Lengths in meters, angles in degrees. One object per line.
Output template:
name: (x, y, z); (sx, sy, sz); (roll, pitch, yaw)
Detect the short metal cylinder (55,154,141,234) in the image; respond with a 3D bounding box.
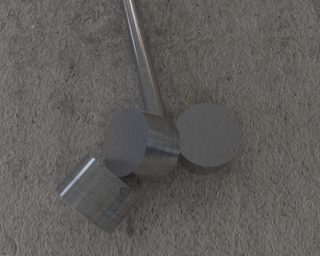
short metal cylinder: (-0.069, 0.074, 0.351); (0.080, 0.080, 0.050); (37, 75, 12)

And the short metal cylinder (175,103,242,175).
short metal cylinder: (0.057, 0.015, 0.390); (0.081, 0.050, 0.080); (0, 70, 0)

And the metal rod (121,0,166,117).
metal rod: (-0.036, -0.146, 0.460); (0.025, 0.025, 0.299); (-12, 70, -4)

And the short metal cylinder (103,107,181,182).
short metal cylinder: (-0.023, 0.020, 0.365); (0.050, 0.080, 0.080); (17, 65, -42)
